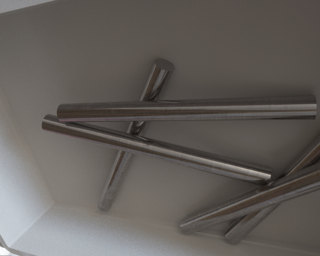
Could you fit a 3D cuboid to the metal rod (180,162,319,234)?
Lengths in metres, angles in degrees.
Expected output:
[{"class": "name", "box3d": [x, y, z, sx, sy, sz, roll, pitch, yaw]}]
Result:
[{"class": "metal rod", "box3d": [0.118, 0.086, 0.373, 0.025, 0.025, 0.299, 45, 137, -3]}]

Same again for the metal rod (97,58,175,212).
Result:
[{"class": "metal rod", "box3d": [-0.046, 0.031, 0.452, 0.025, 0.025, 0.298, 32, 129, 7]}]

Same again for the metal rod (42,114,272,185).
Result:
[{"class": "metal rod", "box3d": [-0.012, 0.026, 0.403, 0.301, 0.025, 0.025, 13, 124, 10]}]

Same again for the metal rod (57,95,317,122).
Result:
[{"class": "metal rod", "box3d": [0.014, -0.020, 0.361, 0.301, 0.025, 0.025, 0, 119, 19]}]

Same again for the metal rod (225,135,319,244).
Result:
[{"class": "metal rod", "box3d": [0.158, 0.052, 0.357, 0.025, 0.025, 0.298, 33, 129, 7]}]
